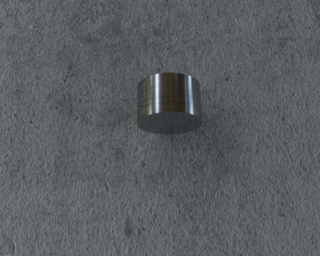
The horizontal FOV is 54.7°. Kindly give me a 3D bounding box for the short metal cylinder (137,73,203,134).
[{"bbox_3d":[0.012,-0.028,0.391,0.081,0.080,0.050,-1,70,-1],"label":"short metal cylinder"}]
